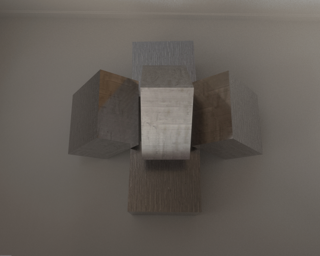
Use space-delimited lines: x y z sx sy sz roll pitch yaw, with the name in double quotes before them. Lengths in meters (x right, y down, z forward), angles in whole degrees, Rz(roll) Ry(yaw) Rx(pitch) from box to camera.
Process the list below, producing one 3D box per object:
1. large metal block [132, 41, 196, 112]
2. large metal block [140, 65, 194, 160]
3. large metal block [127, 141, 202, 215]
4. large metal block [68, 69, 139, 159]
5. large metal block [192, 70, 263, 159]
"large metal block" 0.005 -0.068 0.417 0.081 0.050 0.080 -1 70 -1
"large metal block" 0.006 -0.020 0.344 0.050 0.079 0.080 0 26 -1
"large metal block" 0.006 0.062 0.372 0.080 0.050 0.080 1 70 0
"large metal block" -0.069 -0.012 0.375 0.050 0.080 0.080 13 66 -35
"large metal block" 0.081 -0.011 0.376 0.050 0.080 0.080 -14 66 36
